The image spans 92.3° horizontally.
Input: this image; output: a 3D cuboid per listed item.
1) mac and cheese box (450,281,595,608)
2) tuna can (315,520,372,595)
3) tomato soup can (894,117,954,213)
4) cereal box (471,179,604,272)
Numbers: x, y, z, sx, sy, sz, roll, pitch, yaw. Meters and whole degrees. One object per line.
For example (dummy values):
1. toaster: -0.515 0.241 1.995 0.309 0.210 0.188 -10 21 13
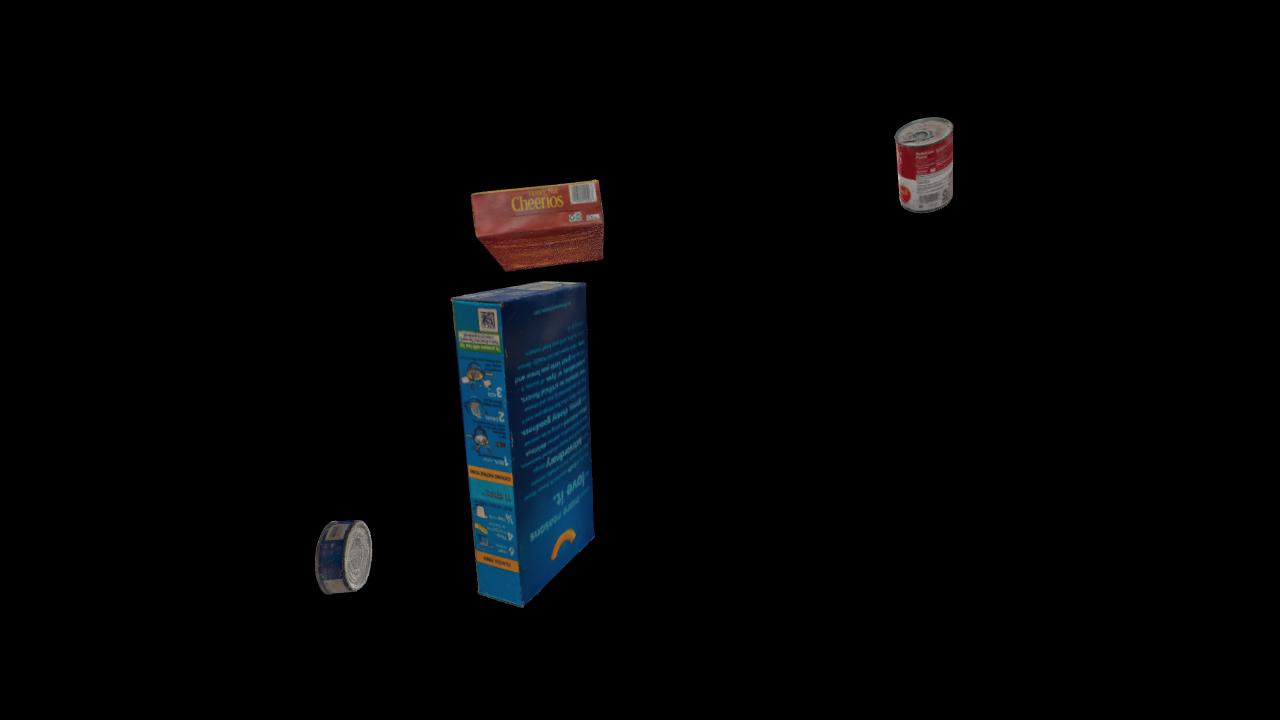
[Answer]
1. mac and cheese box: -0.067 0.046 0.386 0.041 0.184 0.093 6 15 23
2. tuna can: -0.351 0.234 0.734 0.034 0.084 0.084 -4 0 -3
3. tomato soup can: 0.372 -0.252 0.801 0.068 0.068 0.101 0 -42 28
4. cereal box: -0.168 -0.229 1.095 0.203 0.081 0.306 -7 -1 -4
